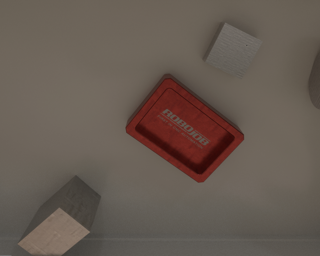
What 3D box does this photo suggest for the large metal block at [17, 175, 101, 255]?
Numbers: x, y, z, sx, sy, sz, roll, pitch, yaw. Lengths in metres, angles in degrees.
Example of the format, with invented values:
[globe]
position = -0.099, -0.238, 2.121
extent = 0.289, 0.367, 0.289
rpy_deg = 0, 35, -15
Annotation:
[large metal block]
position = -0.134, 0.124, 0.426
extent = 0.080, 0.080, 0.050
rpy_deg = -41, 105, 13

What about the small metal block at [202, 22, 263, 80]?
[small metal block]
position = 0.087, -0.094, 0.378
extent = 0.050, 0.025, 0.050
rpy_deg = 23, 108, -9

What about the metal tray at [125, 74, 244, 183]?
[metal tray]
position = 0.032, 0.002, 0.409
extent = 0.130, 0.030, 0.090
rpy_deg = 36, 106, -13

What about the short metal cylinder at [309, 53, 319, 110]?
[short metal cylinder]
position = 0.221, -0.058, 0.364
extent = 0.050, 0.080, 0.079
rpy_deg = 7, 110, -3
